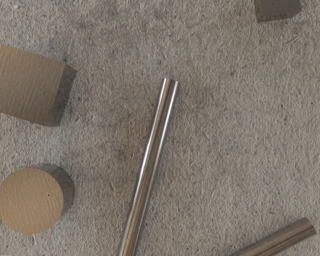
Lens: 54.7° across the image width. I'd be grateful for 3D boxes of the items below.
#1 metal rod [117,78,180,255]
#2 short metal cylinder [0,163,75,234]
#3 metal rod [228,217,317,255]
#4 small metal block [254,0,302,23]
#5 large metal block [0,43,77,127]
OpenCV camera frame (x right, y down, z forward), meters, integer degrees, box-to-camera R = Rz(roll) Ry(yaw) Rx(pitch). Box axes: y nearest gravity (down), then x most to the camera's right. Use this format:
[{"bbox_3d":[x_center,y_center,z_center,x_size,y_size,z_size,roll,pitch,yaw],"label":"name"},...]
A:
[{"bbox_3d":[-0.022,0.082,0.409,0.025,0.025,0.298,14,90,0],"label":"metal rod"},{"bbox_3d":[-0.156,0.088,0.396,0.081,0.050,0.080,0,90,0],"label":"short metal cylinder"},{"bbox_3d":[0.065,0.198,0.410,0.301,0.025,0.025,-27,90,0],"label":"metal rod"},{"bbox_3d":[0.154,-0.172,0.411,0.050,0.025,0.050,-9,90,0],"label":"small metal block"},{"bbox_3d":[-0.163,-0.052,0.396,0.080,0.050,0.080,17,90,0],"label":"large metal block"}]
